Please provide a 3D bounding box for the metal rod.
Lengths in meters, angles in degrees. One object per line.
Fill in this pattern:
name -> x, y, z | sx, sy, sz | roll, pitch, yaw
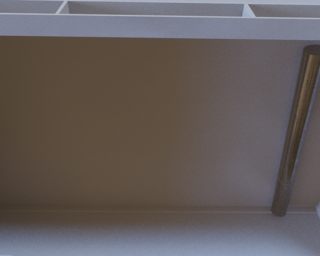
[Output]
metal rod -> 0.186, 0.028, 0.433 | 0.025, 0.025, 0.299 | -5, 130, 4
